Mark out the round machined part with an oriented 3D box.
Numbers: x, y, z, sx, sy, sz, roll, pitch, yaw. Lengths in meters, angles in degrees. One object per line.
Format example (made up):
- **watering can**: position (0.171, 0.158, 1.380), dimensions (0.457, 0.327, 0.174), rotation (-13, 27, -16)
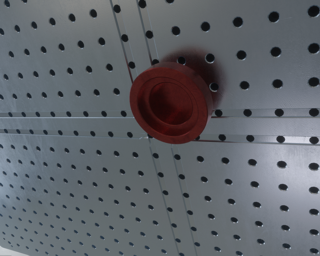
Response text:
- **round machined part**: position (0.016, -0.032, 0.372), dimensions (0.098, 0.042, 0.097), rotation (13, 124, 21)
